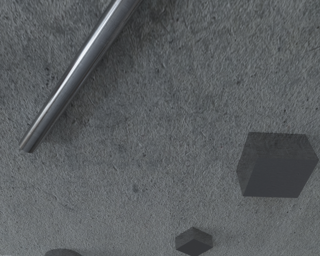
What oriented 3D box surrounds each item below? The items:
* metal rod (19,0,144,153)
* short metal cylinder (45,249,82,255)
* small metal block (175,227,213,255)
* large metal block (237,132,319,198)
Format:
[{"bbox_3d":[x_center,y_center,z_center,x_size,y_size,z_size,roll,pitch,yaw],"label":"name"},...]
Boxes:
[{"bbox_3d":[-0.089,-0.067,0.349,0.025,0.025,0.299,30,124,-24],"label":"metal rod"},{"bbox_3d":[-0.203,0.292,0.637,0.081,0.050,0.079,0,130,0],"label":"short metal cylinder"},{"bbox_3d":[0.065,0.220,0.596,0.050,0.025,0.050,31,123,-24],"label":"small metal block"},{"bbox_3d":[0.161,0.053,0.439,0.081,0.050,0.079,2,130,-3],"label":"large metal block"}]
